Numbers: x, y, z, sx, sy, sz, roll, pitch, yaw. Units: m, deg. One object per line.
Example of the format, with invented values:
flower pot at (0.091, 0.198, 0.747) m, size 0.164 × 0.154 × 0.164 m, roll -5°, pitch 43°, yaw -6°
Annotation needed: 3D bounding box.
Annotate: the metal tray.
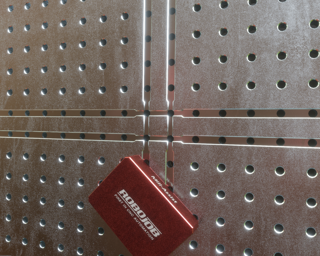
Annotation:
metal tray at (-0.024, 0.112, 0.419) m, size 0.130 × 0.030 × 0.090 m, roll 46°, pitch 104°, yaw 14°
